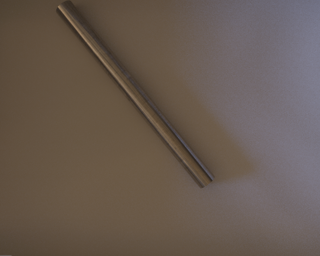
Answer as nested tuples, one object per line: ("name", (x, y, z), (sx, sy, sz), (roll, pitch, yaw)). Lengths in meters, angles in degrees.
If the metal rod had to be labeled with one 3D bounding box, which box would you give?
("metal rod", (-0.032, -0.044, 0.410), (0.025, 0.025, 0.300), (-39, 91, 0))
